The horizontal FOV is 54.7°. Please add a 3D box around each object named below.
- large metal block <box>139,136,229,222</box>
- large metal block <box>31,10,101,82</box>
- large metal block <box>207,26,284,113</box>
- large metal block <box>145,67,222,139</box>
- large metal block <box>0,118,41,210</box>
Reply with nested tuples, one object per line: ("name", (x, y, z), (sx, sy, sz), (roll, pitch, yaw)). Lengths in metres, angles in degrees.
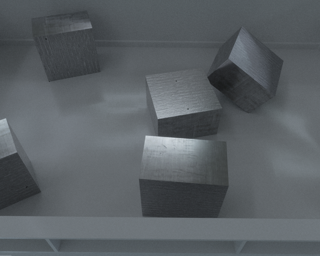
("large metal block", (0.023, 0.055, 0.324), (0.080, 0.080, 0.050), (4, 50, 3))
("large metal block", (-0.141, -0.124, 0.472), (0.081, 0.080, 0.050), (-13, 52, -11))
("large metal block", (0.121, -0.082, 0.438), (0.080, 0.050, 0.080), (36, 52, -11))
("large metal block", (0.028, -0.031, 0.415), (0.081, 0.050, 0.080), (-10, 51, -8))
("large metal block", (-0.184, 0.047, 0.328), (0.081, 0.080, 0.050), (-23, 54, -19))
